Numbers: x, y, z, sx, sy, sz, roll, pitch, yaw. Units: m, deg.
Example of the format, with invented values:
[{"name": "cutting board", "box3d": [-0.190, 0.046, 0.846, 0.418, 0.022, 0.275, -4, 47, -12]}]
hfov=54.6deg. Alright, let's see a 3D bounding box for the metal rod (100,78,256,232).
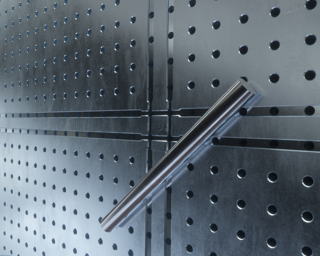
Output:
[{"name": "metal rod", "box3d": [0.006, 0.052, 0.404, 0.299, 0.025, 0.025, -48, 62, 29]}]
